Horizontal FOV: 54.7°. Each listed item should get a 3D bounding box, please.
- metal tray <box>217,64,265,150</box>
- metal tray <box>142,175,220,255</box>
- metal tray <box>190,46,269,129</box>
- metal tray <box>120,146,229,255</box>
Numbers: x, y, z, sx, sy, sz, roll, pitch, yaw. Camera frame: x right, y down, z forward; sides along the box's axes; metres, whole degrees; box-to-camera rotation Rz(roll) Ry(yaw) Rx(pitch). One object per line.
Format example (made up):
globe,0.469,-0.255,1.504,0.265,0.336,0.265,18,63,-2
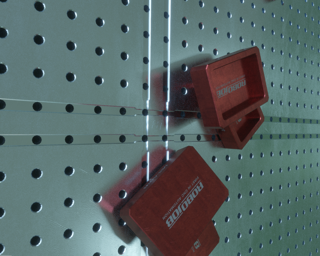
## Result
metal tray,0.119,-0.041,0.508,0.090,0.030,0.130,-44,117,-31
metal tray,0.028,0.136,0.432,0.091,0.030,0.129,-38,113,-34
metal tray,0.108,-0.062,0.458,0.131,0.030,0.089,-27,107,-37
metal tray,0.023,0.097,0.403,0.090,0.030,0.131,51,56,-6
